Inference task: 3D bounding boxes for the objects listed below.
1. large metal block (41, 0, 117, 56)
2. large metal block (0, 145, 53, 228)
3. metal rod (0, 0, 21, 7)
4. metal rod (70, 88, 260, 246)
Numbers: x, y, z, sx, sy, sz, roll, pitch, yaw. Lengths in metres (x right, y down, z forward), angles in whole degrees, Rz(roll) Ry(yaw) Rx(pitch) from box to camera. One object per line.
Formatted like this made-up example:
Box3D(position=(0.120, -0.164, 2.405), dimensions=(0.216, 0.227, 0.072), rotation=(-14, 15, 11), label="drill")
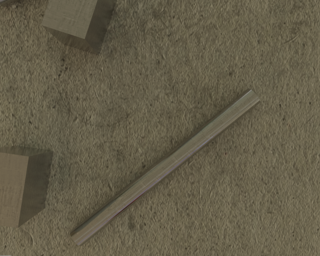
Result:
Box3D(position=(-0.095, -0.144, 0.381), dimensions=(0.050, 0.080, 0.080), rotation=(18, 90, 0), label="large metal block")
Box3D(position=(-0.175, 0.067, 0.380), dimensions=(0.050, 0.080, 0.080), rotation=(9, 90, 0), label="large metal block")
Box3D(position=(-0.075, -0.233, 0.408), dimensions=(0.301, 0.025, 0.025), rotation=(-24, 90, -1), label="metal rod")
Box3D(position=(0.007, 0.051, 0.410), dimensions=(0.300, 0.025, 0.025), rotation=(-39, 91, -1), label="metal rod")
